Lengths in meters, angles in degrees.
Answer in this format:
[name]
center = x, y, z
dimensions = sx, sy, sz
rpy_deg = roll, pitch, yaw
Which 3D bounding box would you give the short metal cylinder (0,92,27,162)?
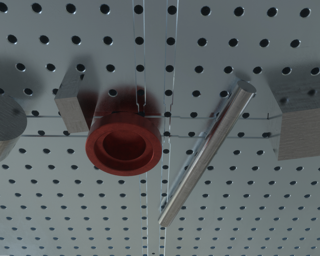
[short metal cylinder]
center = -0.210, -0.002, 0.371
dimensions = 0.080, 0.080, 0.050
rpy_deg = 30, 124, -23

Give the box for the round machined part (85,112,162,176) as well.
[round machined part]
center = -0.047, 0.017, 0.415
dimensions = 0.099, 0.042, 0.097
rpy_deg = -1, 130, 0

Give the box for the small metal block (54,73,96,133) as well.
[small metal block]
center = -0.099, -0.030, 0.369
dimensions = 0.025, 0.050, 0.050
rpy_deg = -6, 130, 5

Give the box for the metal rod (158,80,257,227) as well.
[metal rod]
center = 0.056, 0.058, 0.462
dimensions = 0.025, 0.025, 0.298
rpy_deg = 14, 129, -12

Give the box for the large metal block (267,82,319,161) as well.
[large metal block]
center = 0.185, -0.009, 0.391
dimensions = 0.080, 0.050, 0.080
rpy_deg = -8, 130, 6
